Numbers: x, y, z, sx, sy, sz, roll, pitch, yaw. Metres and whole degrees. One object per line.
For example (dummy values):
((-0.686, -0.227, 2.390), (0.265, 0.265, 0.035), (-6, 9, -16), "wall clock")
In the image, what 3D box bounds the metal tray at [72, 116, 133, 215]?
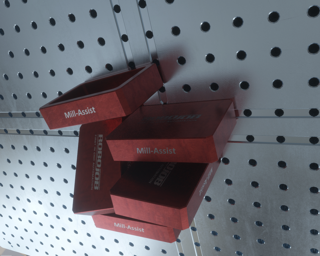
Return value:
((-0.074, 0.048, 0.423), (0.090, 0.130, 0.030), (-17, 152, 35), "metal tray")

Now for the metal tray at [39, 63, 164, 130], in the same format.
((-0.072, -0.039, 0.383), (0.130, 0.090, 0.030), (-8, 114, 32), "metal tray")

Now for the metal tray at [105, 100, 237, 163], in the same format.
((0.014, 0.003, 0.363), (0.130, 0.090, 0.030), (-2, 117, 29), "metal tray")

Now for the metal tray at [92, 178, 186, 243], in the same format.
((-0.023, 0.112, 0.450), (0.130, 0.090, 0.030), (1, 119, 27), "metal tray")

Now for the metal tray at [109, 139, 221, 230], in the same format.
((0.012, 0.056, 0.372), (0.090, 0.131, 0.030), (6, 121, 25), "metal tray")
